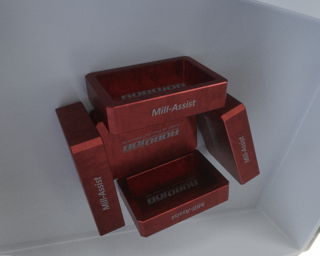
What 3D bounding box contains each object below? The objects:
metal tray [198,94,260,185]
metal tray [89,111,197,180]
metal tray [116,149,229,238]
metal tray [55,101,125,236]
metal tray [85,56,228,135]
[{"bbox_3d":[0.085,0.006,0.417,0.030,0.090,0.130,-31,129,-8],"label":"metal tray"},{"bbox_3d":[-0.017,0.005,0.398,0.131,0.030,0.089,-18,126,-18],"label":"metal tray"},{"bbox_3d":[0.017,0.084,0.427,0.131,0.090,0.030,-19,126,-18],"label":"metal tray"},{"bbox_3d":[-0.078,0.046,0.351,0.030,0.090,0.129,-20,126,-17],"label":"metal tray"},{"bbox_3d":[-0.005,-0.041,0.337,0.131,0.090,0.030,-15,125,-21],"label":"metal tray"}]
